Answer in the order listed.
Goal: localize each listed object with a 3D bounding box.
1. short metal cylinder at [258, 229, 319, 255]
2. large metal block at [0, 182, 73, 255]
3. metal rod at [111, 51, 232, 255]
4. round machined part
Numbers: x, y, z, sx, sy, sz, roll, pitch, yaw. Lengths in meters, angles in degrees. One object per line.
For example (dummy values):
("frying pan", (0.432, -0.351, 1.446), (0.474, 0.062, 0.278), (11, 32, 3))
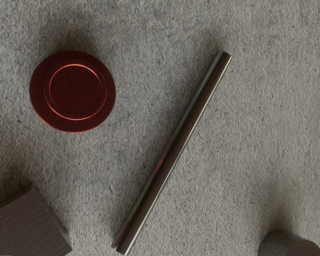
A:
("short metal cylinder", (0.198, 0.202, 0.471), (0.081, 0.050, 0.079), (0, 90, -21))
("large metal block", (-0.155, 0.119, 0.339), (0.080, 0.050, 0.080), (-33, 101, -17))
("metal rod", (0.020, 0.026, 0.417), (0.025, 0.025, 0.299), (32, 79, -18))
("round machined part", (-0.100, -0.043, 0.363), (0.099, 0.042, 0.097), (0, 90, -21))
